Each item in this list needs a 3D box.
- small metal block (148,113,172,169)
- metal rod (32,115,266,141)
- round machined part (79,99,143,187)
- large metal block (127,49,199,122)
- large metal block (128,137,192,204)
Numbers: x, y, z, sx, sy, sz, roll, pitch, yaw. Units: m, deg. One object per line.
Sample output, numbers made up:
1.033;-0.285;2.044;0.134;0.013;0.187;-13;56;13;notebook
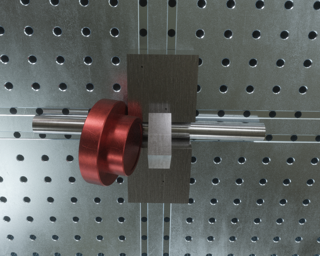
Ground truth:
0.000;0.016;0.359;0.025;0.050;0.050;1;66;0;small metal block
-0.013;0.000;0.413;0.302;0.025;0.025;2;110;-1;metal rod
-0.049;0.018;0.350;0.042;0.098;0.097;9;111;12;round machined part
0.003;-0.053;0.380;0.081;0.050;0.079;1;110;-1;large metal block
-0.001;0.054;0.420;0.081;0.050;0.079;1;110;-1;large metal block
